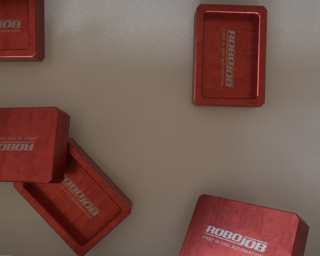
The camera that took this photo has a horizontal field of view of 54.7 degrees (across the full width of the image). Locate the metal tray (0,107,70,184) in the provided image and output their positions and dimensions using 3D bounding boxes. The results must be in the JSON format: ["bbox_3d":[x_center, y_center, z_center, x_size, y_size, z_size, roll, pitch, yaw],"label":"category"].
[{"bbox_3d":[-0.183,0.022,0.385,0.131,0.030,0.090,0,78,11],"label":"metal tray"}]

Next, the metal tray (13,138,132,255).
[{"bbox_3d":[-0.112,0.088,0.407,0.090,0.030,0.130,-42,91,0],"label":"metal tray"}]

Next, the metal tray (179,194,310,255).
[{"bbox_3d":[0.091,0.133,0.354,0.030,0.130,0.090,39,65,-38],"label":"metal tray"}]

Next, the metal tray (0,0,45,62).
[{"bbox_3d":[-0.222,-0.134,0.405,0.131,0.030,0.089,-1,90,-1],"label":"metal tray"}]

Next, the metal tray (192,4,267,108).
[{"bbox_3d":[0.090,-0.093,0.410,0.091,0.030,0.129,2,90,-1],"label":"metal tray"}]
